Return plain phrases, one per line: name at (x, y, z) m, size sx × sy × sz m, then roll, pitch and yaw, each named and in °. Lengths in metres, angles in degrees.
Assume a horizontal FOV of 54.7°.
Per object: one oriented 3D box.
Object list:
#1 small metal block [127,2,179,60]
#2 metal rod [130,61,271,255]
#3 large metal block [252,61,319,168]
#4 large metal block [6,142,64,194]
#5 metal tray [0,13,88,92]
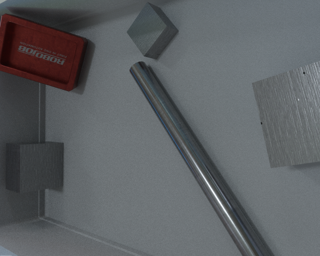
small metal block at (-0.011, -0.129, 0.414) m, size 0.050 × 0.025 × 0.050 m, roll -47°, pitch 62°, yaw 29°
metal rod at (0.041, 0.035, 0.371) m, size 0.025 × 0.025 × 0.299 m, roll -45°, pitch 63°, yaw 30°
large metal block at (0.138, -0.012, 0.276) m, size 0.080 × 0.050 × 0.080 m, roll -16°, pitch 80°, yaw 38°
large metal block at (-0.221, 0.066, 0.550) m, size 0.050 × 0.081 × 0.079 m, roll 2°, pitch 91°, yaw 40°
metal tray at (-0.194, -0.122, 0.508) m, size 0.131 × 0.030 × 0.089 m, roll 17°, pitch 105°, yaw -6°
